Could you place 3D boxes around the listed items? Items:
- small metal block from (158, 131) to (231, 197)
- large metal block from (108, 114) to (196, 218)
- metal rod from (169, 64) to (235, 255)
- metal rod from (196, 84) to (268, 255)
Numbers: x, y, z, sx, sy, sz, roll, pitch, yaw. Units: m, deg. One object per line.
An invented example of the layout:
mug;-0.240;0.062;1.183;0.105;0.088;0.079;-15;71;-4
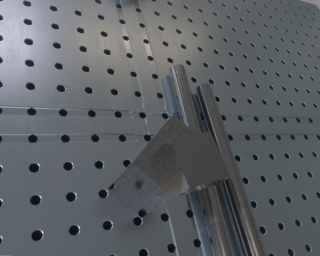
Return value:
small metal block;0.033;0.034;0.303;0.050;0.025;0.050;-8;66;-32
large metal block;-0.003;0.043;0.345;0.050;0.080;0.080;41;51;-1
metal rod;0.052;0.042;0.411;0.025;0.025;0.299;3;60;-27
metal rod;0.098;0.070;0.418;0.025;0.025;0.299;2;61;-28
